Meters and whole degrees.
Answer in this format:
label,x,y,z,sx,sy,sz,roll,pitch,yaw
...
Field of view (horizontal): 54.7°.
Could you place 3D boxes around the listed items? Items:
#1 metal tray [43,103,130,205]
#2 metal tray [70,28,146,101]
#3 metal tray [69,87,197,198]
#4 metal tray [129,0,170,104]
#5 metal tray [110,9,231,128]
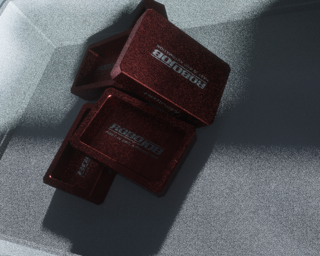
label,x,y,z,sx,sy,sz,roll,pitch,yaw
metal tray,-0.094,0.031,0.430,0.090,0.030,0.130,11,67,32
metal tray,-0.078,-0.092,0.466,0.130,0.030,0.090,0,67,48
metal tray,-0.032,0.015,0.381,0.130,0.030,0.090,26,72,18
metal tray,-0.019,-0.112,0.449,0.090,0.030,0.130,-49,40,42
metal tray,0.018,-0.068,0.373,0.030,0.131,0.090,-18,46,60
